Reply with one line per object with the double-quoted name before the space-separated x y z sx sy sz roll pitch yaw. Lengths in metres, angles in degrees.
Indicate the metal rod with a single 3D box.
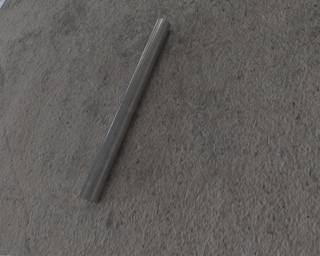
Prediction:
"metal rod" -0.043 -0.039 0.451 0.025 0.025 0.300 7 65 31
